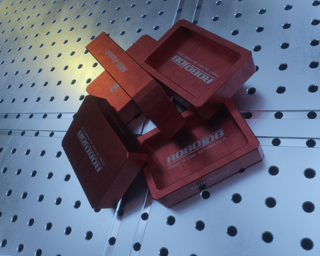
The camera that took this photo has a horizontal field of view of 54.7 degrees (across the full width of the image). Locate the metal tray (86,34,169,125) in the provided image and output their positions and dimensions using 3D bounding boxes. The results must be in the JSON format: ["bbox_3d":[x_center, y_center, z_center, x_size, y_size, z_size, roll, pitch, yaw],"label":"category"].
[{"bbox_3d":[-0.040,-0.074,0.469,0.130,0.030,0.090,-43,51,-2],"label":"metal tray"}]

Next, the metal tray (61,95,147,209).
[{"bbox_3d":[-0.078,0.028,0.403,0.090,0.030,0.130,-57,48,20],"label":"metal tray"}]

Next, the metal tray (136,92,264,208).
[{"bbox_3d":[0.041,0.024,0.366,0.130,0.030,0.090,-29,52,9],"label":"metal tray"}]

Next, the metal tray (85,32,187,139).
[{"bbox_3d":[-0.030,-0.052,0.373,0.030,0.090,0.130,-42,51,0],"label":"metal tray"}]

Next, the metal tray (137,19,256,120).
[{"bbox_3d":[0.041,-0.079,0.392,0.090,0.030,0.130,-45,51,-4],"label":"metal tray"}]
